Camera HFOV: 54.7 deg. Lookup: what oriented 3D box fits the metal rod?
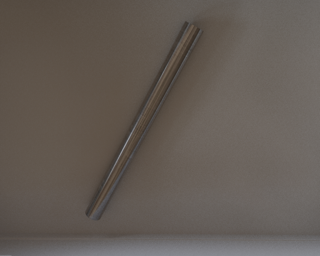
[{"bbox_3d":[-0.029,0.003,0.412,0.025,0.025,0.298,26,108,-10],"label":"metal rod"}]
